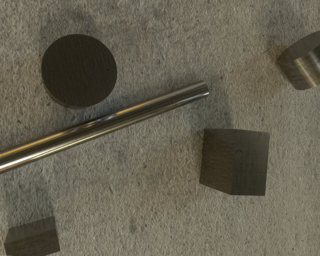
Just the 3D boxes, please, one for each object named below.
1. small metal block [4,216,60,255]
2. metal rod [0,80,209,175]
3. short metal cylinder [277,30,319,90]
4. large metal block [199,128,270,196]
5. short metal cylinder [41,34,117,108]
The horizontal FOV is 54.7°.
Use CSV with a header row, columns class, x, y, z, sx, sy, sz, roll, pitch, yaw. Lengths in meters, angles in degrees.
class,x,y,z,sx,sy,sz,roll,pitch,yaw
small metal block,-0.140,0.124,0.344,0.050,0.050,0.025,-12,94,-20
metal rod,-0.072,-0.003,0.383,0.302,0.025,0.025,-21,98,-19
short metal cylinder,0.226,-0.102,0.465,0.080,0.080,0.050,-44,104,-15
large metal block,0.098,0.043,0.418,0.050,0.080,0.080,6,88,-20
short metal cylinder,-0.095,-0.063,0.361,0.081,0.050,0.079,0,90,-21
